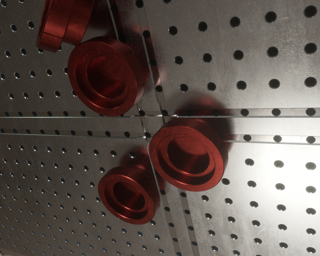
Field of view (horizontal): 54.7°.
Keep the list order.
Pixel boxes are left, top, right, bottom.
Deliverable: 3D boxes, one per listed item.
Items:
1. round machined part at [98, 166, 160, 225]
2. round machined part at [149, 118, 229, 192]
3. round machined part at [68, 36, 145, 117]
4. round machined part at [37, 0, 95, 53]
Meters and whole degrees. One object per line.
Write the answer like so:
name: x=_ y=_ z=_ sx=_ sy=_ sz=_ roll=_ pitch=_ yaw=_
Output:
round machined part: x=-0.044 y=0.100 z=0.483 sx=0.098 sy=0.042 sz=0.097 roll=13 pitch=124 yaw=20
round machined part: x=0.039 y=0.030 z=0.397 sx=0.098 sy=0.042 sz=0.097 roll=13 pitch=124 yaw=20
round machined part: x=-0.063 y=-0.067 z=0.390 sx=0.098 sy=0.042 sz=0.097 roll=13 pitch=124 yaw=20
round machined part: x=-0.105 y=-0.132 z=0.349 sx=0.042 sy=0.098 sz=0.097 roll=14 pitch=135 yaw=-27
